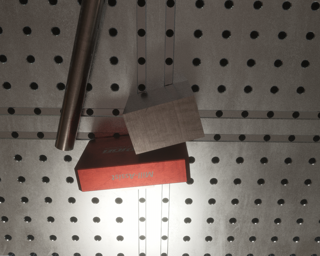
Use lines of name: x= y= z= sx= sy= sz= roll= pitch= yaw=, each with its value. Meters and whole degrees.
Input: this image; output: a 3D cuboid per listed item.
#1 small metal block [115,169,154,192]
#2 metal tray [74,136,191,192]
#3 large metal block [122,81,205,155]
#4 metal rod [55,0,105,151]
small metal block: x=-0.034 y=0.060 z=0.422 sx=0.050 sy=0.050 sz=0.025 roll=-6 pitch=110 yaw=2
metal tray: x=-0.031 y=0.039 z=0.392 sx=0.131 sy=0.090 sz=0.030 roll=-6 pitch=110 yaw=1
large metal block: x=0.005 y=-0.016 z=0.378 sx=0.080 sy=0.080 sz=0.050 roll=-15 pitch=110 yaw=5
metal rod: x=-0.088 y=-0.109 z=0.371 sx=0.025 sy=0.025 sz=0.298 roll=15 pitch=109 yaw=-6
